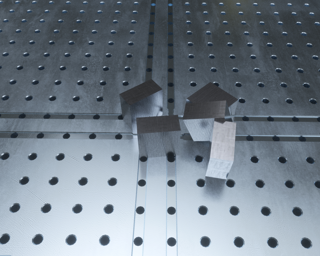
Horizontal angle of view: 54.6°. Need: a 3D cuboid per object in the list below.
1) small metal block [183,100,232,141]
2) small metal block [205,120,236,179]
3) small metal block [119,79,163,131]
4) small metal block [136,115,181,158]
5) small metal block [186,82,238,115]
[{"bbox_3d":[0.061,-0.008,0.388,0.050,0.050,0.025,-2,56,23],"label":"small metal block"},{"bbox_3d":[0.071,0.026,0.366,0.025,0.050,0.050,8,58,7],"label":"small metal block"},{"bbox_3d":[-0.024,-0.031,0.417,0.050,0.050,0.025,-29,56,-22],"label":"small metal block"},{"bbox_3d":[-0.002,0.011,0.382,0.050,0.050,0.025,-4,50,-4],"label":"small metal block"},{"bbox_3d":[0.072,-0.032,0.435,0.050,0.025,0.050,-36,58,-26],"label":"small metal block"}]
